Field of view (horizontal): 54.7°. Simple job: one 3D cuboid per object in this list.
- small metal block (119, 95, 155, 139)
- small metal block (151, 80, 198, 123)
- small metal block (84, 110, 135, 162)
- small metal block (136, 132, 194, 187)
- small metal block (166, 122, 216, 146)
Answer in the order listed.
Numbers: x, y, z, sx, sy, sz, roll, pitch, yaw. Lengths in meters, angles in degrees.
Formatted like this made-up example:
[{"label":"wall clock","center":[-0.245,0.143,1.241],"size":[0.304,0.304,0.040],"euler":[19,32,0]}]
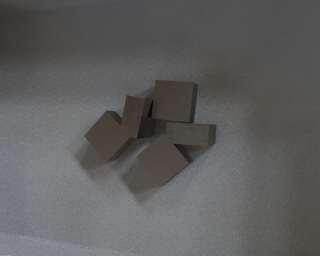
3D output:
[{"label":"small metal block","center":[-0.026,-0.014,0.403],"size":[0.025,0.050,0.050],"euler":[13,95,19]},{"label":"small metal block","center":[0.019,-0.034,0.401],"size":[0.050,0.025,0.050],"euler":[7,92,19]},{"label":"small metal block","center":[-0.068,0.011,0.431],"size":[0.050,0.025,0.050],"euler":[-46,76,14]},{"label":"small metal block","center":[0.007,0.041,0.405],"size":[0.050,0.025,0.050],"euler":[-42,77,15]},{"label":"small metal block","center":[0.039,0.007,0.380],"size":[0.050,0.050,0.025],"euler":[3,91,19]}]
